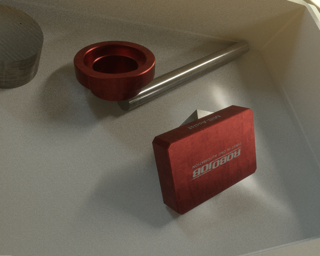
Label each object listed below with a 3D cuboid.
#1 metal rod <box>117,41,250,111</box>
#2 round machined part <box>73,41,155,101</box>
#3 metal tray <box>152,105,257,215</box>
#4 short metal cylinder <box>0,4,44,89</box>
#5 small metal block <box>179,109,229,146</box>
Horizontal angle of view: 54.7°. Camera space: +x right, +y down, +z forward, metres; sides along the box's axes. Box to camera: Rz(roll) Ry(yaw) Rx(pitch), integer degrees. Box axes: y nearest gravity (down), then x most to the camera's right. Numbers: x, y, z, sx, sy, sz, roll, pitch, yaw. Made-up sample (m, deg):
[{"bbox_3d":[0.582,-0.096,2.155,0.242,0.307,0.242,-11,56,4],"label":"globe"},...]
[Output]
[{"bbox_3d":[0.055,-0.093,0.494,0.302,0.025,0.025,-30,79,-38],"label":"metal rod"},{"bbox_3d":[-0.056,-0.070,0.391,0.099,0.042,0.098,2,40,-2],"label":"round machined part"},{"bbox_3d":[0.059,0.034,0.372,0.131,0.030,0.089,-22,113,-29],"label":"metal tray"},{"bbox_3d":[-0.178,-0.092,0.350,0.081,0.050,0.080,14,56,-21],"label":"short metal cylinder"},{"bbox_3d":[0.061,0.002,0.423,0.050,0.050,0.025,9,58,-24],"label":"small metal block"}]
